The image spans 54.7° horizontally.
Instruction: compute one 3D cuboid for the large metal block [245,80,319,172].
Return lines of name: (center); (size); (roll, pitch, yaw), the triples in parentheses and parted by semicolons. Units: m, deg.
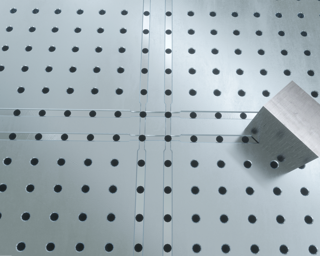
large metal block: (0.162, 0.001, 0.384); (0.050, 0.080, 0.080); (-40, 75, -13)
